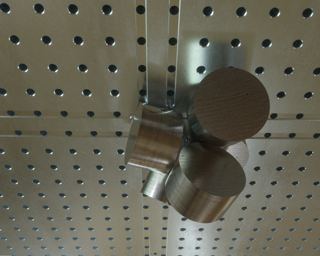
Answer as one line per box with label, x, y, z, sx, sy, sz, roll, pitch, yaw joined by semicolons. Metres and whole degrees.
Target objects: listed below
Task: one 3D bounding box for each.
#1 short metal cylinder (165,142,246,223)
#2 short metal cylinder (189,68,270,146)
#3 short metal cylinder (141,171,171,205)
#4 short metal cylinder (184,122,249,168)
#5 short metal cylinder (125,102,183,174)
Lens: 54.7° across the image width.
short metal cylinder;0.052;0.062;0.362;0.081;0.080;0.050;13;129;-11
short metal cylinder;0.075;-0.021;0.349;0.081;0.080;0.050;2;170;-2
short metal cylinder;0.019;0.083;0.439;0.080;0.050;0.080;22;168;5
short metal cylinder;0.073;0.023;0.414;0.081;0.050;0.079;0;129;0
short metal cylinder;-0.009;0.013;0.386;0.050;0.080;0.079;15;129;-12
